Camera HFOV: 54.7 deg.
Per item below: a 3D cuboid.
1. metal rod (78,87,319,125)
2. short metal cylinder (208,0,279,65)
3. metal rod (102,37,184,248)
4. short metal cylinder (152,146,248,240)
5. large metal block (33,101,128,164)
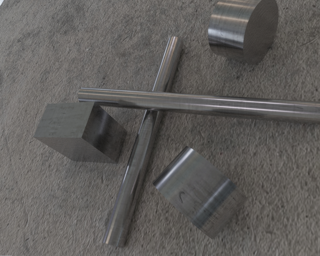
[{"bbox_3d":[0.031,-0.030,0.381,0.301,0.025,0.025,6,65,22],"label":"metal rod"},{"bbox_3d":[0.106,-0.125,0.390,0.050,0.080,0.080,27,77,37],"label":"short metal cylinder"},{"bbox_3d":[-0.015,0.001,0.410,0.025,0.025,0.300,2,63,29],"label":"metal rod"},{"bbox_3d":[0.039,0.063,0.309,0.050,0.080,0.080,-48,51,-5],"label":"short metal cylinder"},{"bbox_3d":[-0.104,0.008,0.418,0.080,0.080,0.050,0,62,28],"label":"large metal block"}]
